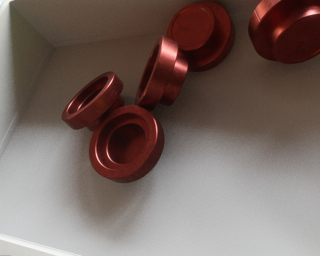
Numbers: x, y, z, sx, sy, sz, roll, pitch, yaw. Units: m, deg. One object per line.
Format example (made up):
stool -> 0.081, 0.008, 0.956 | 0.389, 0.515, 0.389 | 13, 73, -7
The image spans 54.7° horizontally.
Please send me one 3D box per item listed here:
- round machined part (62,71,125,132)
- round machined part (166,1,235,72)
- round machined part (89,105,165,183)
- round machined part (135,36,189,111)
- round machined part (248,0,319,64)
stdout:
round machined part -> -0.090, -0.033, 0.446 | 0.098, 0.042, 0.098 | -30, 29, 20
round machined part -> 0.050, -0.131, 0.430 | 0.098, 0.042, 0.098 | -6, 77, 28
round machined part -> -0.038, 0.023, 0.396 | 0.098, 0.042, 0.098 | -12, 61, 23
round machined part -> 0.004, -0.067, 0.408 | 0.098, 0.042, 0.098 | -160, 89, -77
round machined part -> 0.153, -0.110, 0.346 | 0.098, 0.098, 0.042 | -20, 54, 16
